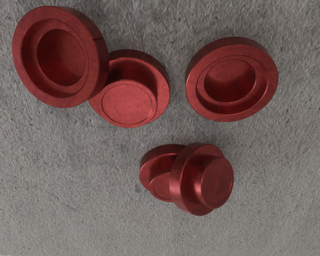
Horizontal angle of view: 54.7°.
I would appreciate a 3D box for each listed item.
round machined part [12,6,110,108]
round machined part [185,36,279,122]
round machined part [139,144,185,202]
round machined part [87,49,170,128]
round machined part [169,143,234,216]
[{"bbox_3d":[-0.096,-0.073,0.317,0.098,0.042,0.097,7,112,17],"label":"round machined part"},{"bbox_3d":[0.077,-0.057,0.348,0.099,0.042,0.097,0,130,0],"label":"round machined part"},{"bbox_3d":[0.019,0.073,0.458,0.099,0.042,0.097,0,130,0],"label":"round machined part"},{"bbox_3d":[-0.037,-0.038,0.363,0.099,0.042,0.097,0,130,0],"label":"round machined part"},{"bbox_3d":[0.062,0.070,0.417,0.042,0.098,0.098,5,144,48],"label":"round machined part"}]
